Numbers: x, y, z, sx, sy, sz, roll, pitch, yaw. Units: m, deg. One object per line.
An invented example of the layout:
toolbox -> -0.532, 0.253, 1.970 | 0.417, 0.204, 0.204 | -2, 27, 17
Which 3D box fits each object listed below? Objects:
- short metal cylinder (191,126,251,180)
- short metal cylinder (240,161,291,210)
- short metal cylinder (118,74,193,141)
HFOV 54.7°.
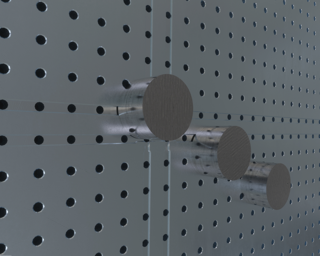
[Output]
short metal cylinder -> 0.094, 0.036, 0.471 | 0.081, 0.050, 0.079 | 0, 90, -40
short metal cylinder -> 0.188, 0.100, 0.551 | 0.081, 0.050, 0.079 | 0, 90, -40
short metal cylinder -> -0.005, -0.025, 0.389 | 0.081, 0.050, 0.079 | 0, 90, -40
